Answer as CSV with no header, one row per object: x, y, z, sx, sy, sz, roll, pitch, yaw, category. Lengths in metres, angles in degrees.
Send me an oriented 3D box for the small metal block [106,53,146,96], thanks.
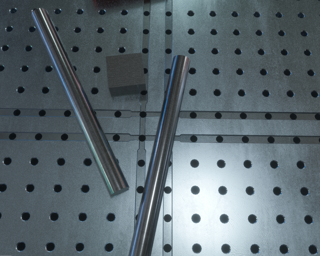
-0.048,-0.076,0.439,0.050,0.025,0.050,-7,70,-3,small metal block

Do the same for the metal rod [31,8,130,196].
-0.116,-0.047,0.427,0.025,0.025,0.299,-25,72,-9,metal rod

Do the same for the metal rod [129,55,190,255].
0.001,0.039,0.397,0.025,0.025,0.299,11,70,4,metal rod
